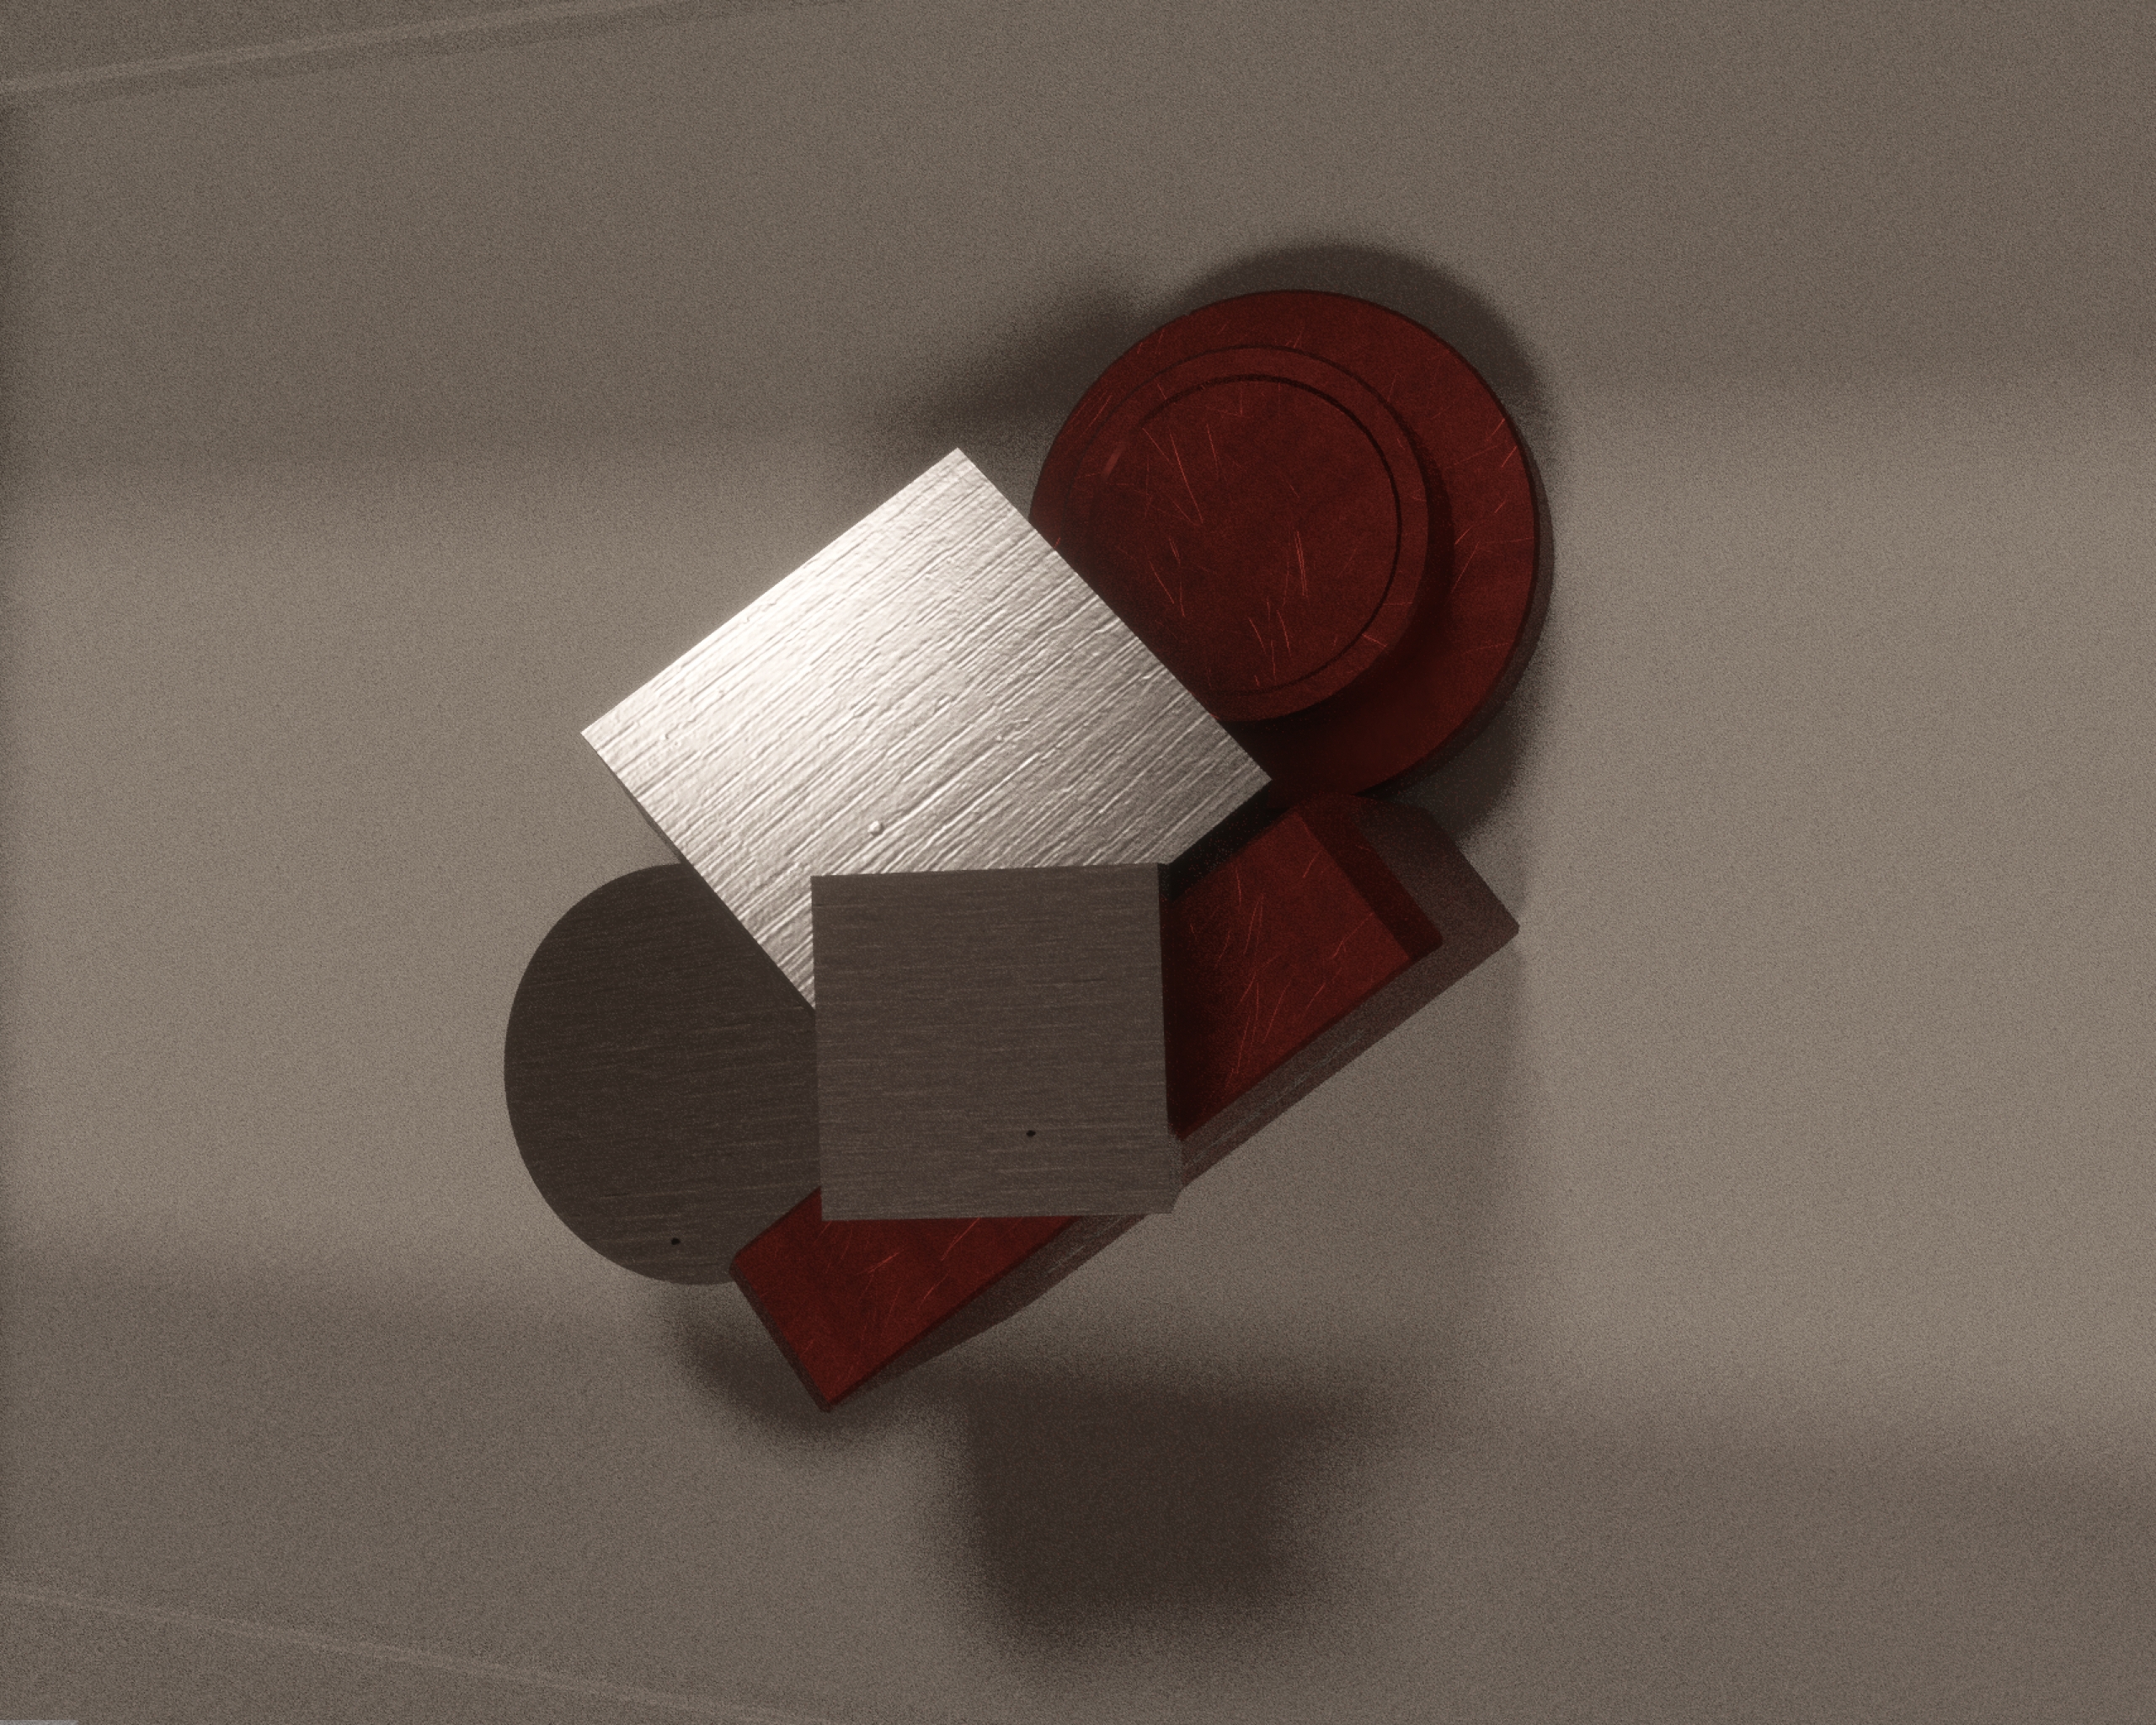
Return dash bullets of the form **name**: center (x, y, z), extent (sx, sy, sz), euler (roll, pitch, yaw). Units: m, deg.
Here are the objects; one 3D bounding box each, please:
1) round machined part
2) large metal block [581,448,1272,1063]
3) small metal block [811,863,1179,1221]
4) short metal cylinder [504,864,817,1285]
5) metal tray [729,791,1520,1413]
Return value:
- **round machined part**: center (0.036, -0.058, 0.386), extent (0.098, 0.042, 0.097), euler (0, 90, 19)
- **large metal block**: center (-0.025, -0.010, 0.365), extent (0.080, 0.050, 0.080), euler (-39, 76, -10)
- **small metal block**: center (-0.011, 0.026, 0.311), extent (0.050, 0.025, 0.050), euler (-2, 89, 6)
- **short metal cylinder**: center (-0.066, 0.040, 0.417), extent (0.080, 0.050, 0.079), euler (0, 90, 19)
- **metal tray**: center (0.012, 0.040, 0.369), extent (0.130, 0.090, 0.030), euler (-39, 77, 15)
